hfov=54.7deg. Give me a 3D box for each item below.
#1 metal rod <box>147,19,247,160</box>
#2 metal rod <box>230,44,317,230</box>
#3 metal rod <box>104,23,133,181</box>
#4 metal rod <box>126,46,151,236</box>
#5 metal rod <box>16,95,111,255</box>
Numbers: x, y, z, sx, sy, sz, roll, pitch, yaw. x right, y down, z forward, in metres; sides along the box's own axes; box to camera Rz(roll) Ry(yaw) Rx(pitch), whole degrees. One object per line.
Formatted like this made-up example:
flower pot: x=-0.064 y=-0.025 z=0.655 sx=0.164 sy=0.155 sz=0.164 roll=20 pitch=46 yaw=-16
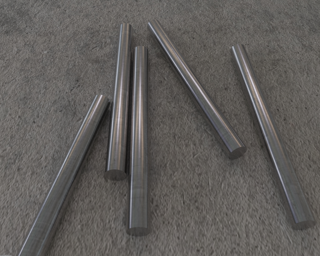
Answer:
metal rod: x=0.042 y=-0.077 z=0.467 sx=0.025 sy=0.025 sz=0.300 roll=-16 pitch=52 yaw=-13
metal rod: x=0.138 y=-0.014 z=0.415 sx=0.025 sy=0.025 sz=0.300 roll=-3 pitch=50 yaw=-3
metal rod: x=-0.056 y=-0.060 z=0.453 sx=0.025 sy=0.025 sz=0.300 roll=-1 pitch=50 yaw=-1
metal rod: x=-0.027 y=-0.009 z=0.410 sx=0.025 sy=0.025 sz=0.300 roll=-1 pitch=50 yaw=-1
metal rod: x=-0.111 y=0.075 z=0.339 sx=0.025 sy=0.025 sz=0.300 roll=9 pitch=50 yaw=7
